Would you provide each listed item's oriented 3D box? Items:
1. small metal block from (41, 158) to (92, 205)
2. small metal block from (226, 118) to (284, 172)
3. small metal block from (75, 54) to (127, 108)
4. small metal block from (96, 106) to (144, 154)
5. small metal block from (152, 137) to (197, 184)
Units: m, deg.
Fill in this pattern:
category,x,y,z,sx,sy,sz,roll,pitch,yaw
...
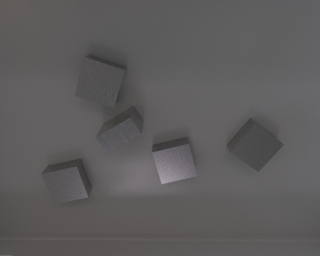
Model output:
category,x,y,z,sx,sy,sz,roll,pitch,yaw
small metal block,-0.130,0.075,0.438,0.050,0.025,0.050,-13,110,4
small metal block,0.128,0.023,0.421,0.050,0.025,0.050,34,106,-12
small metal block,-0.073,-0.059,0.389,0.050,0.025,0.050,17,109,-7
small metal block,-0.050,0.001,0.398,0.050,0.050,0.025,-30,108,10
small metal block,0.020,0.045,0.428,0.050,0.025,0.050,-14,110,5
